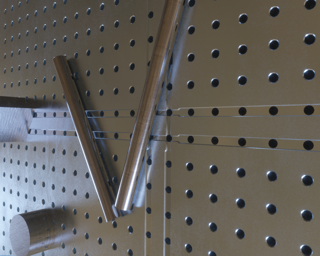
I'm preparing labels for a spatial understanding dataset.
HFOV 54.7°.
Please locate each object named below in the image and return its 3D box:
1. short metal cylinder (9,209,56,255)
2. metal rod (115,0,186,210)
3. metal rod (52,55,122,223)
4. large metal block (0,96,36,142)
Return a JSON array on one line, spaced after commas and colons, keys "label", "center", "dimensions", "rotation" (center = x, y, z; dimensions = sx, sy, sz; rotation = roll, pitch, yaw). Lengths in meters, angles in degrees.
[{"label": "short metal cylinder", "center": [-0.246, 0.202, 0.597], "dimensions": [0.080, 0.050, 0.080], "rotation": [0, 90, 40]}, {"label": "metal rod", "center": [-0.016, -0.026, 0.422], "dimensions": [0.025, 0.025, 0.298], "rotation": [24, 105, 37]}, {"label": "metal rod", "center": [-0.125, 0.007, 0.512], "dimensions": [0.025, 0.025, 0.299], "rotation": [-36, 68, 34]}, {"label": "large metal block", "center": [-0.315, -0.018, 0.634], "dimensions": [0.050, 0.081, 0.079], "rotation": [37, 113, 34]}]
